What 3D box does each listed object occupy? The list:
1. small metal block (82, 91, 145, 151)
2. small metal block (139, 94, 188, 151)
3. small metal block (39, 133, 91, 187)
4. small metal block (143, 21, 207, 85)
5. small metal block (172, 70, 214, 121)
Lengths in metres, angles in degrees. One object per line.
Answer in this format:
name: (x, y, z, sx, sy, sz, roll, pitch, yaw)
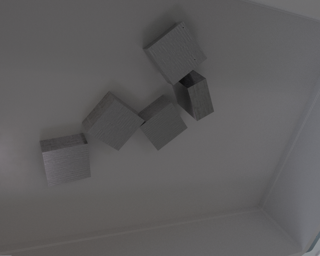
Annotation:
small metal block: (-0.056, -0.008, 0.373, 0.050, 0.025, 0.050, -49, 129, 6)
small metal block: (0.001, -0.007, 0.405, 0.050, 0.025, 0.050, -38, 130, -3)
small metal block: (-0.112, 0.038, 0.371, 0.050, 0.025, 0.050, -11, 123, -23)
small metal block: (0.017, -0.086, 0.356, 0.050, 0.025, 0.050, -39, 111, -2)
small metal block: (0.039, -0.044, 0.386, 0.025, 0.050, 0.050, -30, 129, -10)
